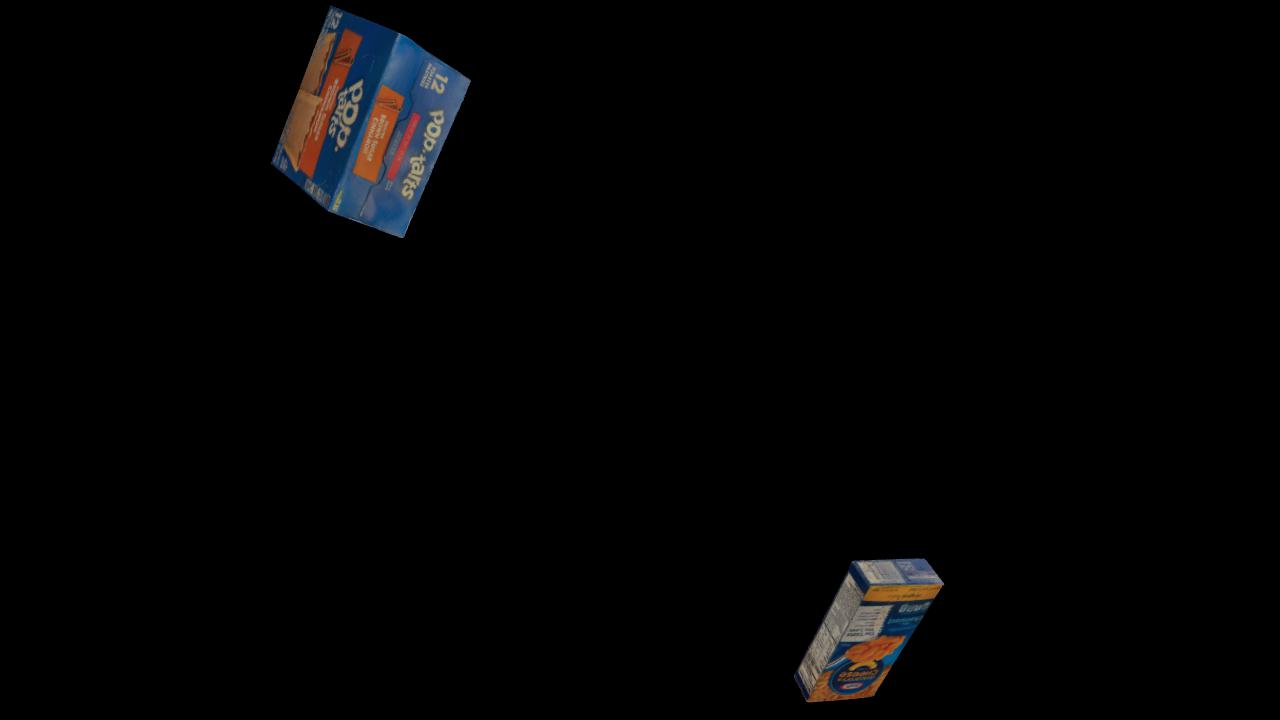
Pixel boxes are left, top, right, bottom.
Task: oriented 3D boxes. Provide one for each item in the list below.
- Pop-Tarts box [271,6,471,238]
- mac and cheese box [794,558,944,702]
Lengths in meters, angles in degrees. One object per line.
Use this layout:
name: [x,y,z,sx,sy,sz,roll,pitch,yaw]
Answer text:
Pop-Tarts box: [-0.264,-0.229,0.596,0.141,0.167,0.083,35,13,32]
mac and cheese box: [0.242,0.293,0.662,0.093,0.184,0.041,4,28,-18]
